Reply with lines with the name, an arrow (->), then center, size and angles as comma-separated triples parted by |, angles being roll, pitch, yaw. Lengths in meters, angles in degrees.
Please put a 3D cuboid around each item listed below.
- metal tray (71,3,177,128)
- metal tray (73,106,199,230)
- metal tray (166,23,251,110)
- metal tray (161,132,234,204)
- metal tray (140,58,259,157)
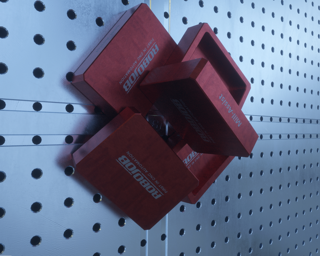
metal tray -> -0.033, -0.075, 0.379 | 0.090, 0.030, 0.130 | 47, 62, -30
metal tray -> -0.024, 0.050, 0.363 | 0.090, 0.030, 0.130 | -42, 119, -4
metal tray -> 0.069, -0.065, 0.426 | 0.130, 0.030, 0.090 | 44, 64, -32
metal tray -> 0.059, 0.035, 0.456 | 0.131, 0.030, 0.090 | -41, 115, -32
metal tray -> 0.047, -0.019, 0.368 | 0.130, 0.090, 0.030 | 48, 61, -30
